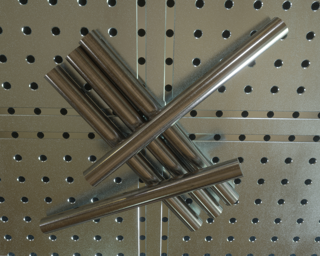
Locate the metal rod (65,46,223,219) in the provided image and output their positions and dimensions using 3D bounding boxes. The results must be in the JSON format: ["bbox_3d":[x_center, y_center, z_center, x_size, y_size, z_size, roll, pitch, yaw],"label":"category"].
[{"bbox_3d":[-0.012,0.016,0.419,0.025,0.025,0.300,-37,106,12],"label":"metal rod"}]

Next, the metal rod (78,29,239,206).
[{"bbox_3d":[0.008,-0.003,0.412,0.025,0.025,0.300,-39,106,13],"label":"metal rod"}]

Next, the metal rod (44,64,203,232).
[{"bbox_3d":[-0.040,0.038,0.426,0.025,0.025,0.300,-37,106,12],"label":"metal rod"}]

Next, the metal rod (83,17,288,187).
[{"bbox_3d":[0.028,-0.029,0.381,0.300,0.025,0.025,-39,106,4],"label":"metal rod"}]

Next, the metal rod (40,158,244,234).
[{"bbox_3d":[-0.036,0.098,0.427,0.301,0.025,0.025,-20,109,15],"label":"metal rod"}]
